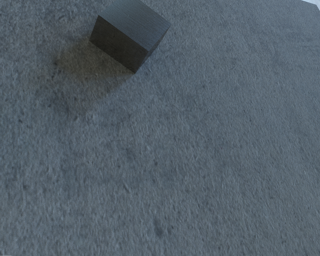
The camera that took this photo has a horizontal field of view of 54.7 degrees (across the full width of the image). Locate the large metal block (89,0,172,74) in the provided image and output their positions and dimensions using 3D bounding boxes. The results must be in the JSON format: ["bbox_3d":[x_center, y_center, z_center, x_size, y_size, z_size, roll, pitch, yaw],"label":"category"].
[{"bbox_3d":[-0.042,-0.140,0.452,0.080,0.050,0.080,35,51,-5],"label":"large metal block"}]
